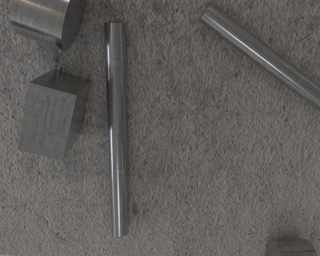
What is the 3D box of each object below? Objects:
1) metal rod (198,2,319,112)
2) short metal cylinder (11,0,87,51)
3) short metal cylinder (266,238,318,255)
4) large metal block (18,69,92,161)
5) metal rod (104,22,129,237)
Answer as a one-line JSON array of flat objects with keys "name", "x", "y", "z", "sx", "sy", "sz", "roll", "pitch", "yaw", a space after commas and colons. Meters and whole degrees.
[{"name": "metal rod", "x": 0.176, "y": -0.056, "z": 0.390, "sx": 0.301, "sy": 0.025, "sz": 0.025, "roll": 33, "pitch": 107, "yaw": -12}, {"name": "short metal cylinder", "x": -0.115, "y": -0.129, "z": 0.332, "sx": 0.050, "sy": 0.080, "sz": 0.079, "roll": 19, "pitch": 109, "yaw": -7}, {"name": "short metal cylinder", "x": 0.195, "y": 0.207, "z": 0.459, "sx": 0.050, "sy": 0.080, "sz": 0.079, "roll": -1, "pitch": 110, "yaw": 0}, {"name": "large metal block", "x": -0.123, "y": -0.019, "z": 0.372, "sx": 0.050, "sy": 0.080, "sz": 0.079, "roll": 16, "pitch": 109, "yaw": -6}, {"name": "metal rod", "x": -0.057, "y": 0.016, "z": 0.415, "sx": 0.025, "sy": 0.025, "sz": 0.298, "roll": 1, "pitch": 110, "yaw": -1}]
